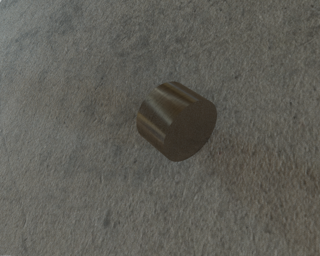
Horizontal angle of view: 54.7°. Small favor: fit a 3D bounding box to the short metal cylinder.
[{"bbox_3d":[0.020,-0.008,0.362,0.080,0.080,0.050,-48,52,-5],"label":"short metal cylinder"}]
